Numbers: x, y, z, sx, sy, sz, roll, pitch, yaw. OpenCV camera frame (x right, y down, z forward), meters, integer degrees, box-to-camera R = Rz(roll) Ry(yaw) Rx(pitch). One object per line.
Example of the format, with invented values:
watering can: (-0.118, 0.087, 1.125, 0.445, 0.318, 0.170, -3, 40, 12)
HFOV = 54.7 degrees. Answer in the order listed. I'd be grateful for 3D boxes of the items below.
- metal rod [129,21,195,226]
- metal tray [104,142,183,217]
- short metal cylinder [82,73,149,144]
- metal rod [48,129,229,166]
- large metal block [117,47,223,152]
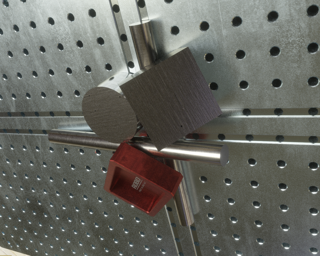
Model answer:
metal rod: (0.009, 0.012, 0.414, 0.025, 0.025, 0.298, 1, 119, 28)
metal tray: (-0.029, 0.078, 0.438, 0.090, 0.030, 0.129, 29, 149, 2)
short metal cylinder: (-0.054, -0.026, 0.407, 0.080, 0.050, 0.079, 13, 124, 21)
metal rod: (-0.052, 0.022, 0.431, 0.300, 0.025, 0.025, 4, 121, 34)
large metal block: (0.009, -0.033, 0.344, 0.080, 0.050, 0.080, -31, 105, -3)
